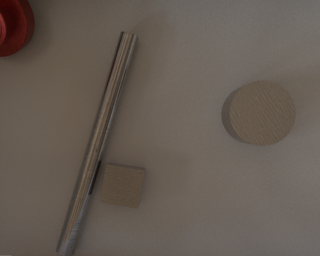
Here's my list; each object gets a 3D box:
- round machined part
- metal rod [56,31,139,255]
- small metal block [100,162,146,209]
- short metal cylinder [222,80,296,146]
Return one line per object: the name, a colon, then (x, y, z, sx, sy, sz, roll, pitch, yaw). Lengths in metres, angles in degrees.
round machined part: (-0.211, -0.133, 0.378, 0.099, 0.042, 0.097, 3, 122, 5)
metal rod: (-0.083, 0.020, 0.410, 0.025, 0.025, 0.298, 17, 90, -1)
small metal block: (-0.049, 0.075, 0.411, 0.050, 0.025, 0.050, 9, 90, -1)
short metal cylinder: (0.125, -0.018, 0.401, 0.081, 0.050, 0.079, 0, 90, -1)
